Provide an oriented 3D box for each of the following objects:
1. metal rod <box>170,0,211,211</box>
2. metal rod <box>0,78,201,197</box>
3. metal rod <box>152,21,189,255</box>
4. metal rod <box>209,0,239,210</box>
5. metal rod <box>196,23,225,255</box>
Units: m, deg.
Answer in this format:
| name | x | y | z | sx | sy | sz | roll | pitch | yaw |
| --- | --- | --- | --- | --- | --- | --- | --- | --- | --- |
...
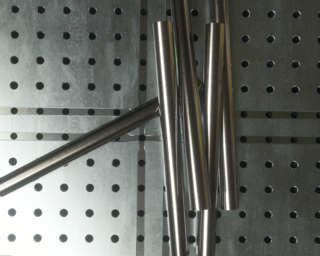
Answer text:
| name | x | y | z | sx | sy | sz | roll | pitch | yaw |
| --- | --- | --- | --- | --- | --- | --- | --- | --- | --- |
| metal rod | 0.036 | -0.051 | 0.388 | 0.025 | 0.025 | 0.298 | -5 | 83 | -1 |
| metal rod | -0.079 | 0.011 | 0.412 | 0.301 | 0.025 | 0.025 | -27 | 90 | -1 |
| metal rod | 0.015 | 0.021 | 0.394 | 0.025 | 0.025 | 0.298 | -5 | 98 | 0 |
| metal rod | 0.085 | -0.042 | 0.414 | 0.025 | 0.025 | 0.298 | -3 | 90 | -1 |
| metal rod | 0.065 | 0.019 | 0.401 | 0.025 | 0.025 | 0.298 | 1 | 95 | -1 |
